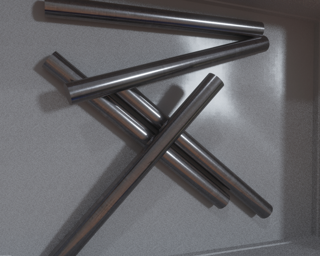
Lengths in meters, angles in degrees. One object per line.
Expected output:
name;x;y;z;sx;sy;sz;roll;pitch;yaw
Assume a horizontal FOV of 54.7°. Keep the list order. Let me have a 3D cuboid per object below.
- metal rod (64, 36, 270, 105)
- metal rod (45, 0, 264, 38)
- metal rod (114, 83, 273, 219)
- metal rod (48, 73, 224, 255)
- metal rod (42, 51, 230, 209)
metal rod;0.027;-0.082;0.404;0.302;0.025;0.025;-19;97;-25
metal rod;0.007;-0.145;0.413;0.303;0.025;0.025;-1;91;-21
metal rod;0.051;0.034;0.430;0.300;0.025;0.025;40;77;-16
metal rod;-0.027;0.050;0.379;0.025;0.025;0.300;43;84;-16
metal rod;-0.019;0.012;0.404;0.300;0.025;0.025;40;77;-16
